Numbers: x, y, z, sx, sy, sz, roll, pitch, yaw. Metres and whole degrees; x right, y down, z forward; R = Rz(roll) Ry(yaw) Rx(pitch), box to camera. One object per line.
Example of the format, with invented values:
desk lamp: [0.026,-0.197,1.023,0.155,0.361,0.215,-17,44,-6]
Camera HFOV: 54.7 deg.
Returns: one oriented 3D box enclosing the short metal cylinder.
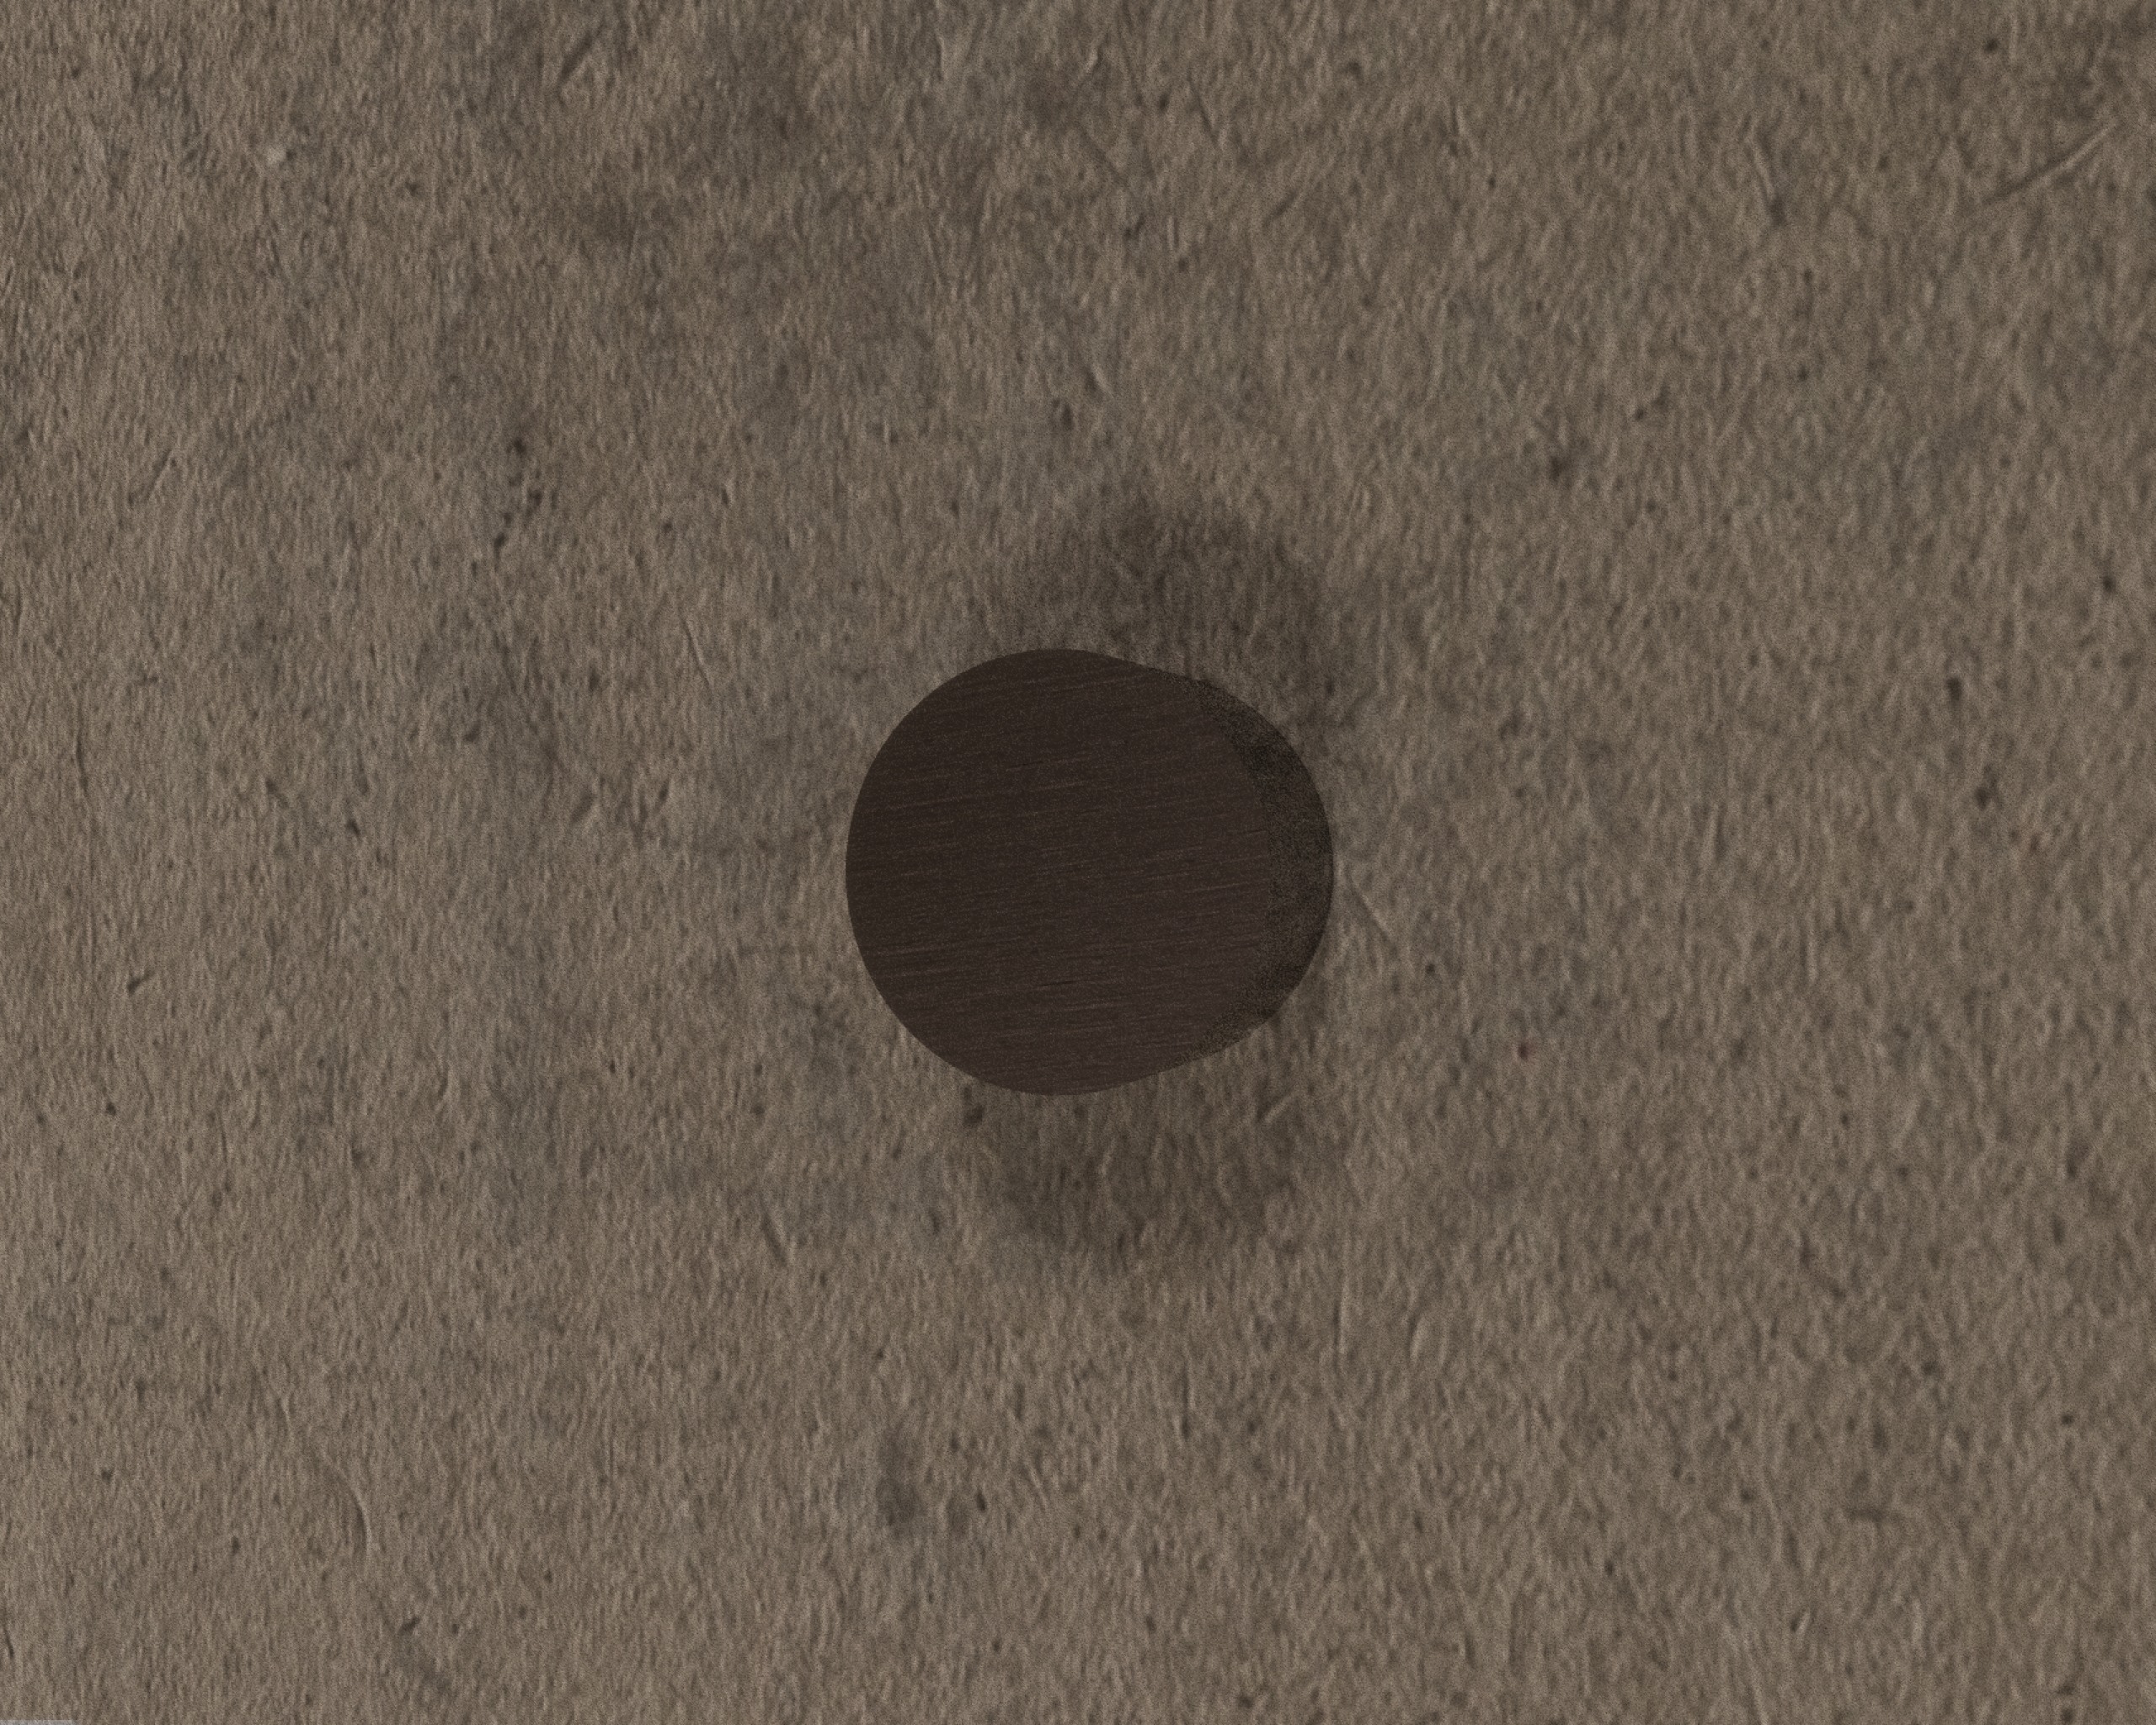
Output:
short metal cylinder: [0.004,0.002,0.395,0.080,0.050,0.079,0,90,19]
